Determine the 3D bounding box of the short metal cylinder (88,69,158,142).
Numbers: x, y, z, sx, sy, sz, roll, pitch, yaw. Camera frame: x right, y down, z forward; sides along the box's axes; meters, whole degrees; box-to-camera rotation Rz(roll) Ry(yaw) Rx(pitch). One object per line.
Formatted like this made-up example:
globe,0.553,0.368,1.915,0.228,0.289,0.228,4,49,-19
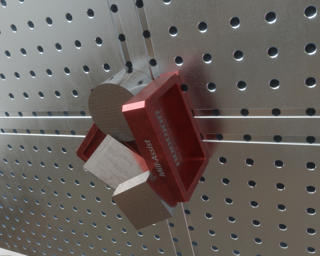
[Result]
short metal cylinder,-0.044,-0.029,0.398,0.080,0.050,0.079,13,124,20

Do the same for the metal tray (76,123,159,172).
metal tray,-0.054,0.048,0.463,0.130,0.030,0.089,40,129,0

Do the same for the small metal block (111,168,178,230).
small metal block,-0.017,0.081,0.347,0.050,0.025,0.050,-29,104,26

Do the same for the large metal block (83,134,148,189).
large metal block,-0.049,0.060,0.416,0.080,0.050,0.080,34,164,5

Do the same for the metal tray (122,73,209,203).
metal tray,0.013,0.012,0.368,0.030,0.090,0.129,-9,114,32
